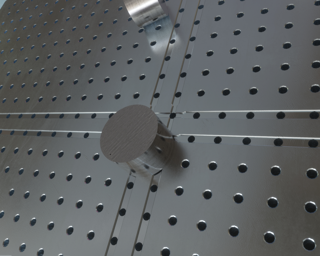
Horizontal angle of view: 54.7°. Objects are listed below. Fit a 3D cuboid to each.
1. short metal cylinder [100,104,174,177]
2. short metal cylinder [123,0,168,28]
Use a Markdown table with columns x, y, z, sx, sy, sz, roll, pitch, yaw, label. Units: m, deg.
| x | y | z | sx | sy | sz | roll | pitch | yaw | label |
| --- | --- | --- | --- | --- | --- | --- | --- | --- | --- |
| -0.029 | 0.017 | 0.397 | 0.080 | 0.050 | 0.080 | -13 | 56 | 21 | short metal cylinder |
| -0.026 | -0.216 | 0.519 | 0.050 | 0.080 | 0.080 | -20 | 54 | 17 | short metal cylinder |
